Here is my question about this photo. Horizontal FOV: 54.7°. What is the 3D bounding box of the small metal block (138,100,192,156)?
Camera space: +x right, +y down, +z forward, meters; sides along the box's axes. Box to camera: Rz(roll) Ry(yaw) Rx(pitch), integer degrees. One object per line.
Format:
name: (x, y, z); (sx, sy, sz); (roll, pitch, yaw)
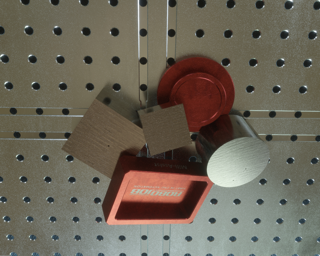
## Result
small metal block: (0.005, -0.001, 0.364); (0.050, 0.025, 0.050); (-16, 107, -6)

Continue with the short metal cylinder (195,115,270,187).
short metal cylinder: (0.092, 0.030, 0.400); (0.081, 0.050, 0.079); (-6, 125, -9)

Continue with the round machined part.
round machined part: (0.046, -0.040, 0.390); (0.099, 0.042, 0.097); (0, 110, 0)

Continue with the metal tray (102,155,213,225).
metal tray: (-0.001, 0.086, 0.412); (0.131, 0.030, 0.089); (8, 119, -27)

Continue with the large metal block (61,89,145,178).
large metal block: (-0.066, 0.009, 0.403); (0.080, 0.050, 0.080); (34, 106, -12)
